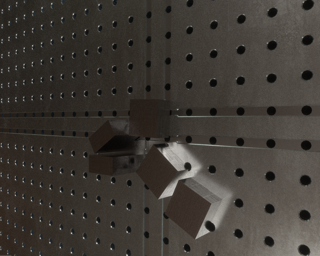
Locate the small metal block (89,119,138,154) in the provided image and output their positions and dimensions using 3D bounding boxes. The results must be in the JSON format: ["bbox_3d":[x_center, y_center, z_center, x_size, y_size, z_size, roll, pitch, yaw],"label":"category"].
[{"bbox_3d":[-0.064,0.012,0.444,0.050,0.050,0.025,-39,66,33],"label":"small metal block"}]

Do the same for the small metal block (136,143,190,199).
[{"bbox_3d":[0.003,0.056,0.405,0.050,0.025,0.050,46,117,30],"label":"small metal block"}]

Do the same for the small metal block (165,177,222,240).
[{"bbox_3d":[0.040,0.096,0.375,0.050,0.025,0.050,32,110,35],"label":"small metal block"}]

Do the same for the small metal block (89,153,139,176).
[{"bbox_3d":[-0.066,0.051,0.445,0.050,0.050,0.025,1,91,39],"label":"small metal block"}]

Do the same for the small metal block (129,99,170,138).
[{"bbox_3d":[-0.015,-0.013,0.419,0.050,0.025,0.050,4,93,39],"label":"small metal block"}]
